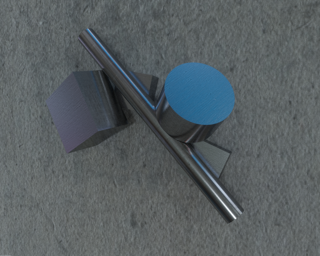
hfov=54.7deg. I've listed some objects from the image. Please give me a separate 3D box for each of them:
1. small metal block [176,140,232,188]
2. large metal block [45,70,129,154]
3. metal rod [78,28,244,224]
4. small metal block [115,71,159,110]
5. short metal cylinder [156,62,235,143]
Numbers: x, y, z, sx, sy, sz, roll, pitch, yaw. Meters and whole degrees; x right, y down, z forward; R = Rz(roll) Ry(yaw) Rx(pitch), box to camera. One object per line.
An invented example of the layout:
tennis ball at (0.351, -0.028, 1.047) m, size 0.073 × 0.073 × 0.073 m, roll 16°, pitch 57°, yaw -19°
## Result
small metal block at (0.056, 0.043, 0.390) m, size 0.050 × 0.025 × 0.050 m, roll 26°, pitch 98°, yaw 17°
large metal block at (-0.099, -0.021, 0.413) m, size 0.080 × 0.050 × 0.080 m, roll -31°, pitch 80°, yaw 41°
metal rod at (-0.007, -0.012, 0.385) m, size 0.025 × 0.025 × 0.300 m, roll -43°, pitch 77°, yaw 15°
small metal block at (-0.034, -0.049, 0.421) m, size 0.050 × 0.025 × 0.050 m, roll 13°, pitch 94°, yaw 19°
short metal cylinder at (0.039, -0.029, 0.361) m, size 0.081 × 0.050 × 0.080 m, roll 5°, pitch 64°, yaw -11°
